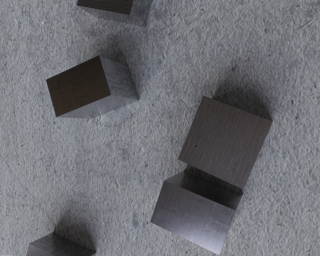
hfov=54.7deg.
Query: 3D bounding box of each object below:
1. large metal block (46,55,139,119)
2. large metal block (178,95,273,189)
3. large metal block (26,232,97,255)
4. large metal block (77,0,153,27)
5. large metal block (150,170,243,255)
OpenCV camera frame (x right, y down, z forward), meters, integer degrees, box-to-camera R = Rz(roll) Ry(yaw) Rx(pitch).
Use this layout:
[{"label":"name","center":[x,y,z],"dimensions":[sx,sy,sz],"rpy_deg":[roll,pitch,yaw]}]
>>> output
[{"label":"large metal block","center":[-0.086,-0.050,0.410],"dimensions":[0.080,0.080,0.050],"rpy_deg":[-19,84,19]},{"label":"large metal block","center":[0.079,0.015,0.368],"dimensions":[0.080,0.050,0.080],"rpy_deg":[24,98,18]},{"label":"large metal block","center":[-0.148,0.211,0.448],"dimensions":[0.080,0.050,0.080],"rpy_deg":[16,95,19]},{"label":"large metal block","center":[-0.055,-0.189,0.415],"dimensions":[0.080,0.050,0.080],"rpy_deg":[17,96,19]},{"label":"large metal block","center":[0.046,0.093,0.363],"dimensions":[0.080,0.080,0.050],"rpy_deg":[20,97,19]}]
